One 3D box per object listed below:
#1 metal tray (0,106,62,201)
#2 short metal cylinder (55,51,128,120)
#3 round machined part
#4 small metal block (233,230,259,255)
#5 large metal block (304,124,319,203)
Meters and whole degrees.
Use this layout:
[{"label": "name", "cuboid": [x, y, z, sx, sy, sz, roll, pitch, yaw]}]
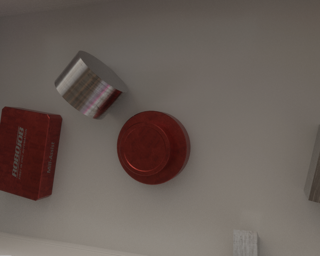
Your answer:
[{"label": "metal tray", "cuboid": [-0.206, 0.037, 0.478, 0.090, 0.030, 0.129, 10, 93, 19]}, {"label": "short metal cylinder", "cuboid": [-0.090, -0.057, 0.412, 0.080, 0.080, 0.050, 47, 104, 13]}, {"label": "round machined part", "cuboid": [-0.013, 0.026, 0.405, 0.098, 0.042, 0.097, 0, 90, 19]}, {"label": "small metal block", "cuboid": [0.099, 0.146, 0.353, 0.025, 0.050, 0.050, -2, 64, 19]}, {"label": "large metal block", "cuboid": [0.205, 0.043, 0.325, 0.080, 0.050, 0.079, 13, 94, 19]}]
